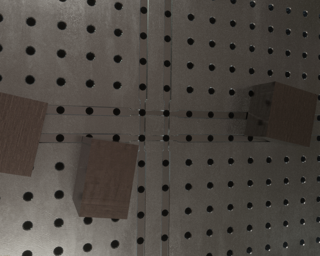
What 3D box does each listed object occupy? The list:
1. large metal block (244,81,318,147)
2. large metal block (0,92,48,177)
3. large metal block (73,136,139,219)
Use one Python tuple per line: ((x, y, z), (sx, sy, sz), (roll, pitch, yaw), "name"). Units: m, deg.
((0.183, -0.019, 0.469), (0.081, 0.050, 0.080), (12, 86, -20), "large metal block")
((-0.172, 0.004, 0.336), (0.081, 0.050, 0.080), (13, 86, -20), "large metal block")
((-0.066, 0.054, 0.360), (0.050, 0.080, 0.080), (10, 87, -20), "large metal block")
